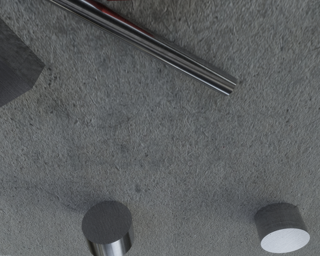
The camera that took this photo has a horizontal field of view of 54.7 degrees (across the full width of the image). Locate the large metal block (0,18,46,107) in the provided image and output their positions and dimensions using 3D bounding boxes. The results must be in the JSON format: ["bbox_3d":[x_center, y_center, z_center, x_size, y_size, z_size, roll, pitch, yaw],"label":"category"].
[{"bbox_3d":[-0.188,-0.067,0.332,0.080,0.050,0.080,-25,126,19],"label":"large metal block"}]

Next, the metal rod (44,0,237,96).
[{"bbox_3d":[-0.047,-0.107,0.315,0.302,0.025,0.025,24,126,-20],"label":"metal rod"}]

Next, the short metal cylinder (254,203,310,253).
[{"bbox_3d":[0.211,0.175,0.542,0.081,0.050,0.079,0,130,0],"label":"short metal cylinder"}]

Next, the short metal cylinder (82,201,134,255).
[{"bbox_3d":[-0.085,0.169,0.514,0.080,0.080,0.050,-1,130,1],"label":"short metal cylinder"}]
